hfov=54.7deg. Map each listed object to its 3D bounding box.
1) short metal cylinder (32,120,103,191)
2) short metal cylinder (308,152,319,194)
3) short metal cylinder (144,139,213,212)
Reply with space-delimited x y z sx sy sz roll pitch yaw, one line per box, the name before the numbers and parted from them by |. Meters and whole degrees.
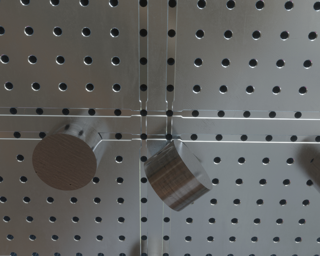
short metal cylinder | -0.120 0.035 0.412 0.081 0.050 0.079 0 110 0
short metal cylinder | 0.257 0.070 0.428 0.081 0.050 0.079 0 110 0
short metal cylinder | 0.024 0.061 0.407 0.050 0.080 0.080 -38 106 13
